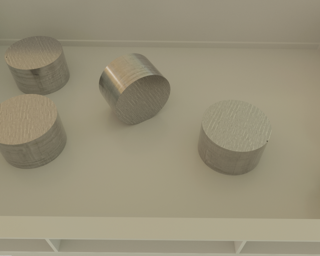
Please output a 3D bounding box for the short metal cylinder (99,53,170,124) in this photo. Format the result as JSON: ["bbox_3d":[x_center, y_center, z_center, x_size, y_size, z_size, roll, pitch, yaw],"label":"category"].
[{"bbox_3d":[-0.034,-0.051,0.412,0.081,0.080,0.050,-25,55,-20],"label":"short metal cylinder"}]

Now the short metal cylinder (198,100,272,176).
[{"bbox_3d":[0.089,0.011,0.381,0.081,0.050,0.080,0,50,0],"label":"short metal cylinder"}]

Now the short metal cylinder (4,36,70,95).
[{"bbox_3d":[-0.182,-0.094,0.466,0.081,0.050,0.080,0,50,0],"label":"short metal cylinder"}]

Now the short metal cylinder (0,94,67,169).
[{"bbox_3d":[-0.162,0.003,0.384,0.081,0.050,0.080,0,50,0],"label":"short metal cylinder"}]
